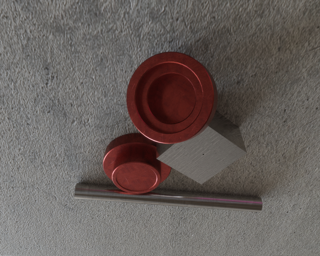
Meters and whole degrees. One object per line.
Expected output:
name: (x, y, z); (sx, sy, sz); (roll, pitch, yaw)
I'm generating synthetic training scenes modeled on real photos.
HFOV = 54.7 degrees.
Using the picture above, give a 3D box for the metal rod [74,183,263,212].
metal rod: (0.017, 0.114, 0.504); (0.302, 0.025, 0.025); (6, 130, -6)

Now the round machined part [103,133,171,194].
round machined part: (-0.033, 0.057, 0.444); (0.099, 0.042, 0.097); (-1, 130, 0)

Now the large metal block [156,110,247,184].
large metal block: (0.052, 0.019, 0.408); (0.080, 0.050, 0.080); (33, 123, -25)

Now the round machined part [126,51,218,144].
round machined part: (0.016, -0.033, 0.347); (0.098, 0.042, 0.097); (1, 92, 21)
